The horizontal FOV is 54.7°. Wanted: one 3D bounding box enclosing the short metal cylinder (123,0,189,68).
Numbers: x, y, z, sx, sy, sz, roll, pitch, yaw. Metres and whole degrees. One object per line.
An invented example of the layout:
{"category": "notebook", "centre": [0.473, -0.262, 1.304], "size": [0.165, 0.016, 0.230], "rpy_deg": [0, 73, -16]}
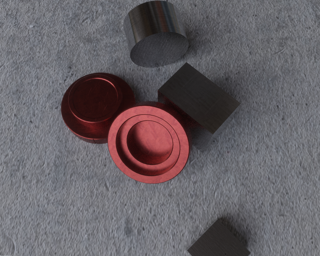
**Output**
{"category": "short metal cylinder", "centre": [-0.006, -0.126, 0.425], "size": [0.081, 0.080, 0.050], "rpy_deg": [-12, 71, -5]}

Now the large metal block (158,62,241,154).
{"category": "large metal block", "centre": [0.044, -0.022, 0.388], "size": [0.080, 0.080, 0.050], "rpy_deg": [40, 75, 13]}

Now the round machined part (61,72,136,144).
{"category": "round machined part", "centre": [-0.082, -0.031, 0.410], "size": [0.099, 0.042, 0.098], "rpy_deg": [0, 70, -1]}

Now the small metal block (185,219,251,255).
{"category": "small metal block", "centre": [0.066, 0.142, 0.357], "size": [0.050, 0.025, 0.050], "rpy_deg": [-41, 75, -14]}

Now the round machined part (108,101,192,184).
{"category": "round machined part", "centre": [-0.010, 0.014, 0.376], "size": [0.098, 0.042, 0.097], "rpy_deg": [4, 108, 12]}
